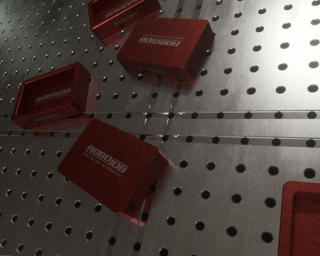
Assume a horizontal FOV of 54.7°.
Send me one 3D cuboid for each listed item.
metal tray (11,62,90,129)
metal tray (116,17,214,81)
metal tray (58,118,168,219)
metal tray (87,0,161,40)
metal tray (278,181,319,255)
[{"bbox_3d":[-0.188,-0.055,0.534,0.130,0.030,0.090,-13,56,20],"label":"metal tray"},{"bbox_3d":[0.006,-0.126,0.478,0.130,0.030,0.090,16,70,34],"label":"metal tray"},{"bbox_3d":[-0.065,0.048,0.408,0.130,0.030,0.090,23,74,36],"label":"metal tray"},{"bbox_3d":[-0.071,-0.231,0.581,0.130,0.030,0.090,-25,53,12],"label":"metal tray"},{"bbox_3d":[0.147,0.114,0.257,0.090,0.030,0.130,1,62,28],"label":"metal tray"}]
